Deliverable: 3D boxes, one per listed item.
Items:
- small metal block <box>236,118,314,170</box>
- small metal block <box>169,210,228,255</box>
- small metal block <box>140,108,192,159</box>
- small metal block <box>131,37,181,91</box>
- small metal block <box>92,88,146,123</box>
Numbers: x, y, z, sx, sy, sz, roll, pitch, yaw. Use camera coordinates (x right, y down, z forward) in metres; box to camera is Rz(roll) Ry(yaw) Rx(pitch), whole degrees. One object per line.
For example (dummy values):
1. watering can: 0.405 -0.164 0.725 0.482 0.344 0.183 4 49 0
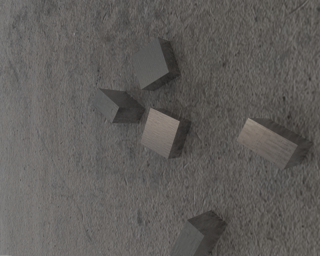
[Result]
1. small metal block: 0.111 0.013 0.297 0.050 0.050 0.025 36 112 34
2. small metal block: 0.044 0.126 0.352 0.025 0.050 0.050 36 112 34
3. small metal block: 0.007 0.006 0.399 0.050 0.025 0.050 27 107 36
4. small metal block: -0.006 -0.083 0.410 0.050 0.025 0.050 -27 74 37
5. small metal block: -0.058 -0.031 0.436 0.050 0.050 0.025 41 115 32
